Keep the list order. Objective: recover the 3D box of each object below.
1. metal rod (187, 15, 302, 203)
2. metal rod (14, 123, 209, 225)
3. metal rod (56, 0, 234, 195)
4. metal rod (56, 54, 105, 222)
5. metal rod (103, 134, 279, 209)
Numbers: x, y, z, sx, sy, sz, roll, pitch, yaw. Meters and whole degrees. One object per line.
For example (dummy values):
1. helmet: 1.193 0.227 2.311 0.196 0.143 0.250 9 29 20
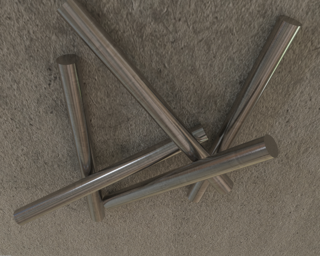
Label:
1. metal rod: 0.094 0.001 0.408 0.025 0.025 0.298 12 129 -10
2. metal rod: -0.074 0.068 0.436 0.301 0.025 0.025 -25 126 9
3. metal rod: -0.001 -0.021 0.364 0.025 0.025 0.300 -31 117 23
4. metal rod: -0.104 0.038 0.438 0.025 0.025 0.298 1 130 -1
5. metal rod: 0.014 0.070 0.411 0.025 0.025 0.299 35 139 -26
